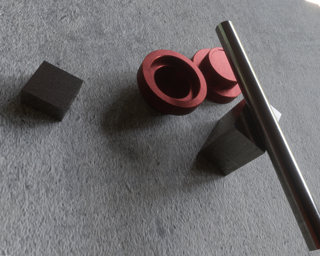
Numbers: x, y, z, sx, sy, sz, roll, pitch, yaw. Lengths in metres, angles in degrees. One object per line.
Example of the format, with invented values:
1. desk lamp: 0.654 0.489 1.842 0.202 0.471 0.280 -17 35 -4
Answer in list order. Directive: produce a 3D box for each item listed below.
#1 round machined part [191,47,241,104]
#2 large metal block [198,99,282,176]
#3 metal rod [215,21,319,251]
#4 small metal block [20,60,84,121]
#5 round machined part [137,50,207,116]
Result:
1. round machined part: 0.096 -0.091 0.500 0.099 0.042 0.098 14 56 -21
2. large metal block: 0.108 0.008 0.422 0.050 0.080 0.080 40 51 -1
3. metal rod: 0.127 -0.010 0.375 0.025 0.025 0.299 -2 63 -29
4. small metal block: -0.126 -0.044 0.363 0.050 0.025 0.050 27 52 -11
5. round machined part: 0.013 -0.059 0.436 0.099 0.042 0.098 14 56 -21
